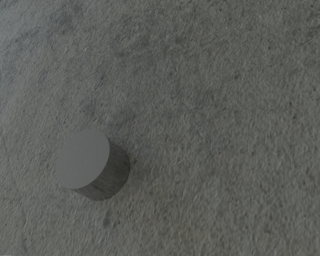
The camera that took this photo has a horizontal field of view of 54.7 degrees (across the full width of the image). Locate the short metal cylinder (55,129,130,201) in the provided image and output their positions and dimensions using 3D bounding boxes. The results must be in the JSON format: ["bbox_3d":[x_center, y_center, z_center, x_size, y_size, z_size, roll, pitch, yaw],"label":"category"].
[{"bbox_3d":[-0.086,0.048,0.402,0.080,0.050,0.080,-13,56,20],"label":"short metal cylinder"}]
